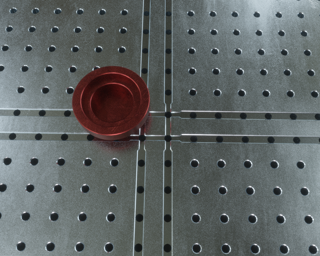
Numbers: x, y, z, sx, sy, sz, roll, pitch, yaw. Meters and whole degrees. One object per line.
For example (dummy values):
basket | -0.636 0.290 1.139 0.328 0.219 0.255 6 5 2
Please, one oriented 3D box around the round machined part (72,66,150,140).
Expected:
round machined part | -0.062 -0.030 0.413 0.099 0.042 0.098 0 70 -1
